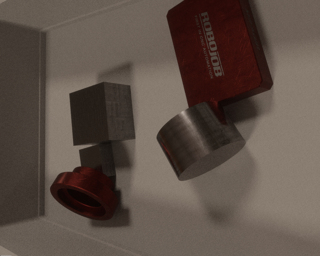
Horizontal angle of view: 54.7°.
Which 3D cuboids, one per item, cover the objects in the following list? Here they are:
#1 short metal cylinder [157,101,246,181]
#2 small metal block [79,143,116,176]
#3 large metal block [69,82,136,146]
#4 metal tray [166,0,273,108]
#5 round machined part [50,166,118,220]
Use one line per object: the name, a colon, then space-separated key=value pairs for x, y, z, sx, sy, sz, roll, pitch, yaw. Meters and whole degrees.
short metal cylinder: x=0.044 y=0.015 z=0.334 sx=0.080 sy=0.081 sz=0.050 roll=-43 pitch=65 yaw=31
small metal block: x=-0.098 y=0.054 z=0.485 sx=0.050 sy=0.025 sz=0.050 roll=-16 pitch=80 yaw=38
large metal block: x=-0.086 y=-0.018 z=0.459 sx=0.080 sy=0.050 sz=0.080 roll=-10 pitch=84 yaw=39
metal tray: x=0.063 y=-0.091 z=0.350 sx=0.090 sy=0.030 sz=0.129 roll=-20 pitch=77 yaw=37
round machined part: x=-0.107 y=0.093 z=0.458 sx=0.098 sy=0.098 sz=0.042 roll=-16 pitch=37 yaw=38
